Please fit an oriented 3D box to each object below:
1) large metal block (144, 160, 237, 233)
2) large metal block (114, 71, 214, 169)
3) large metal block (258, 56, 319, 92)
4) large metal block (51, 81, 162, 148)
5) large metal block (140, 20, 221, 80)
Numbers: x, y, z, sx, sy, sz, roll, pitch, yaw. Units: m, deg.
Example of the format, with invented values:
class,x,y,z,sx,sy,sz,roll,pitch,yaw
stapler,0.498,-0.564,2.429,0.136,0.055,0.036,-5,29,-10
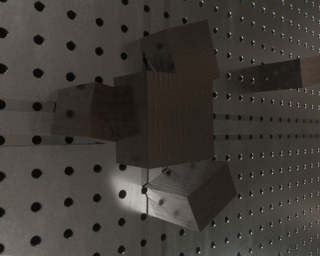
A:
class,x,y,z,sx,sy,sz,roll,pitch,yaw
large metal block,0.041,0.083,0.410,0.081,0.080,0.050,-33,111,-35
large metal block,0.005,-0.008,0.295,0.081,0.050,0.079,-3,92,-40
large metal block,0.244,-0.102,0.582,0.081,0.080,0.050,-16,100,-39
large metal block,-0.057,-0.010,0.327,0.081,0.080,0.050,13,82,-40
large metal block,0.029,-0.094,0.419,0.081,0.050,0.080,-27,107,-37
